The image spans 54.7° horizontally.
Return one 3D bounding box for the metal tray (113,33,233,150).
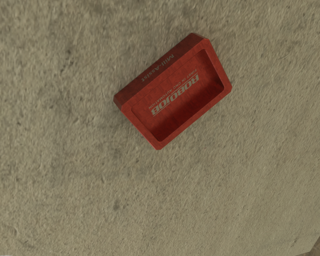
[{"bbox_3d":[0.019,-0.043,0.388,0.130,0.030,0.090,-40,130,-2],"label":"metal tray"}]
